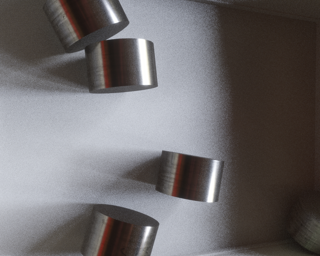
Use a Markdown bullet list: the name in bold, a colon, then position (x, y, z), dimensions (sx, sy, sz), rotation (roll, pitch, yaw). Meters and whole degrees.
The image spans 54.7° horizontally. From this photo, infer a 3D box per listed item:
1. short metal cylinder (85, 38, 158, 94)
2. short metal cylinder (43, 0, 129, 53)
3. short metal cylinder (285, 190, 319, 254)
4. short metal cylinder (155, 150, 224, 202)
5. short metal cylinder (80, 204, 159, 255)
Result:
- **short metal cylinder**: position (-0.045, -0.070, 0.364), dimensions (0.081, 0.080, 0.050), rotation (-7, 93, -20)
- **short metal cylinder**: position (-0.082, -0.126, 0.351), dimensions (0.080, 0.080, 0.050), rotation (-29, 100, -18)
- **short metal cylinder**: position (0.237, 0.139, 0.461), dimensions (0.081, 0.080, 0.050), rotation (2, 123, -20)
- **short metal cylinder**: position (0.038, 0.060, 0.395), dimensions (0.081, 0.080, 0.050), rotation (11, 86, -20)
- **short metal cylinder**: position (-0.046, 0.126, 0.364), dimensions (0.081, 0.080, 0.050), rotation (18, 84, -19)
